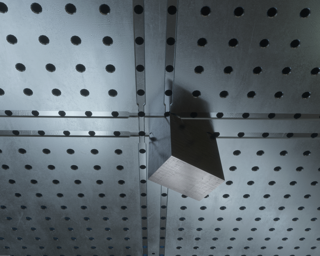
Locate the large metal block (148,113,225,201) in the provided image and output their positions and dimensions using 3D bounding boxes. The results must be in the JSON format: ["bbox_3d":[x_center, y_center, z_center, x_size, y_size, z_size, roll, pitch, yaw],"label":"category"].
[{"bbox_3d":[0.032,0.038,0.409,0.080,0.080,0.050,27,125,-22],"label":"large metal block"}]
